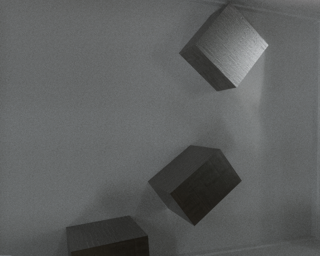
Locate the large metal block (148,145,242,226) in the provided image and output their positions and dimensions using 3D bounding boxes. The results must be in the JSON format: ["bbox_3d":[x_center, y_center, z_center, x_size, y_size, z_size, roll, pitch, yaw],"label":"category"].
[{"bbox_3d":[0.042,0.068,0.398,0.080,0.080,0.050,-39,103,-16],"label":"large metal block"}]

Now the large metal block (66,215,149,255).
[{"bbox_3d":[-0.063,0.144,0.359,0.081,0.080,0.050,-5,92,-20],"label":"large metal block"}]

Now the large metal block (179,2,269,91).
[{"bbox_3d":[0.088,-0.110,0.431,0.080,0.050,0.080,42,77,-16],"label":"large metal block"}]
